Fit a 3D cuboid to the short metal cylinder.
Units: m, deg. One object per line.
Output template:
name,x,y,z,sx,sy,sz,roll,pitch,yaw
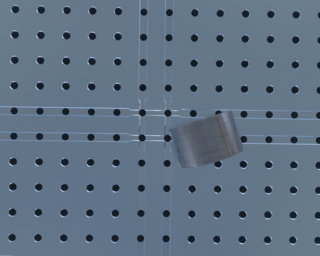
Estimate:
short metal cylinder,0.058,0.014,0.387,0.080,0.080,0.050,-17,90,0
